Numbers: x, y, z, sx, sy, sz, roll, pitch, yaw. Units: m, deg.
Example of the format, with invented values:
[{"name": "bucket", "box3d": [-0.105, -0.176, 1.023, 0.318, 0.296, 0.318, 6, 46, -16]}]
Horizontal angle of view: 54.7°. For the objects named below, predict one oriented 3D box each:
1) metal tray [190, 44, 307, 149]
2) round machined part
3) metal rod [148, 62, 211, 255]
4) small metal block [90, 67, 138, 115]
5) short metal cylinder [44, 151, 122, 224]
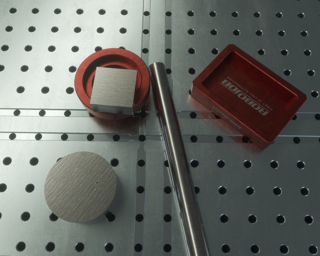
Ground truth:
[{"name": "metal tray", "box3d": [0.119, -0.046, 0.427, 0.130, 0.030, 0.090, 40, 74, 13]}, {"name": "round machined part", "box3d": [-0.062, -0.056, 0.422, 0.099, 0.042, 0.098, 0, 70, -1]}, {"name": "metal rod", "box3d": [0.025, 0.050, 0.393, 0.025, 0.025, 0.299, -11, 70, -4]}, {"name": "small metal block", "box3d": [-0.055, -0.046, 0.383, 0.050, 0.025, 0.050, 5, 70, 1]}, {"name": "short metal cylinder", "box3d": [-0.089, 0.073, 0.371, 0.081, 0.050, 0.080, 0, 70, 0]}]
